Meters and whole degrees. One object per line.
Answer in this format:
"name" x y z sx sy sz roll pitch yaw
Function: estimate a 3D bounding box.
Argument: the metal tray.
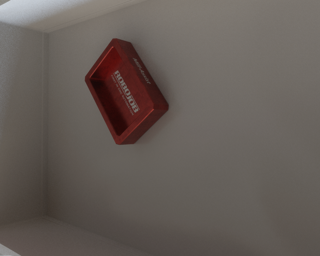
"metal tray" -0.053 -0.052 0.448 0.090 0.030 0.130 -44 64 31
